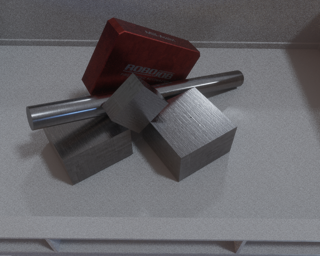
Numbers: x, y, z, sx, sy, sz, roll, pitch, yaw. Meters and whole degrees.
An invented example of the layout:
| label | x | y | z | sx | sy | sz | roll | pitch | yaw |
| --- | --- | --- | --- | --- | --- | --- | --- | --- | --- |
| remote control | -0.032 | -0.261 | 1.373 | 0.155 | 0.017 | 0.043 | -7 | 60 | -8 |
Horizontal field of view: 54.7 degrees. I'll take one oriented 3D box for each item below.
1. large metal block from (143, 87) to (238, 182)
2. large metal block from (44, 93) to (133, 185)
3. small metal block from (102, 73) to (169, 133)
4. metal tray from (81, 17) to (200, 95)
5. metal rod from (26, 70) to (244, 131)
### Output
| label | x | y | z | sx | sy | sz | roll | pitch | yaw |
| --- | --- | --- | --- | --- | --- | --- | --- | --- | --- |
| large metal block | 0.034 | 0.006 | 0.383 | 0.081 | 0.050 | 0.080 | -27 | 55 | -21 |
| large metal block | -0.090 | 0.008 | 0.376 | 0.081 | 0.050 | 0.080 | -27 | 55 | -21 |
| small metal block | -0.027 | -0.026 | 0.345 | 0.050 | 0.050 | 0.025 | -45 | 56 | 11 |
| metal tray | -0.021 | -0.077 | 0.390 | 0.131 | 0.089 | 0.030 | 1 | 42 | -43 |
| metal rod | -0.006 | -0.042 | 0.390 | 0.303 | 0.025 | 0.025 | -15 | 50 | -32 |
